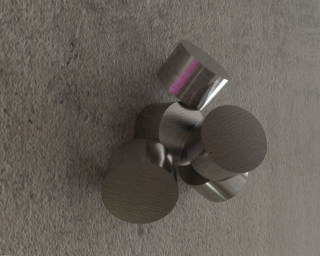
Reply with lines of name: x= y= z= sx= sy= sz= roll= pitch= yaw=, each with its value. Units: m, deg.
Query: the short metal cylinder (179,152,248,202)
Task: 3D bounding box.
short metal cylinder: x=0.074 y=0.056 z=0.432 sx=0.050 sy=0.080 sz=0.080 roll=42 pitch=64 yaw=-32

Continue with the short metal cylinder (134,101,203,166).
short metal cylinder: x=0.013 y=0.006 z=0.401 sx=0.081 sy=0.050 sz=0.080 roll=0 pitch=89 yaw=-40

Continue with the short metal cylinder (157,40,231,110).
short metal cylinder: x=0.044 y=-0.068 z=0.399 sx=0.080 sy=0.080 sz=0.050 roll=17 pitch=122 yaw=-39

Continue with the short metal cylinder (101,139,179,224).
short metal cylinder: x=-0.021 y=0.059 z=0.345 sx=0.081 sy=0.050 sz=0.079 roll=-1 pitch=115 yaw=-1

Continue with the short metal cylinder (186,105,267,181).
short metal cylinder: x=0.077 y=0.019 z=0.368 sx=0.081 sy=0.050 sz=0.080 roll=5 pitch=69 yaw=-14
